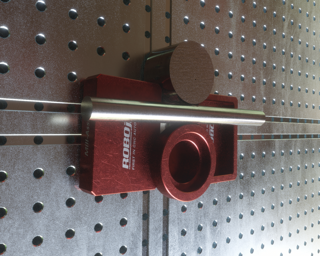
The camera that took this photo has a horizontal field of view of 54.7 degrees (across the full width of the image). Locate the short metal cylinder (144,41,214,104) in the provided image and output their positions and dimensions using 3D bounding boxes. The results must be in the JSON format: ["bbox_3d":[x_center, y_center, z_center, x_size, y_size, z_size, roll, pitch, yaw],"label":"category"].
[{"bbox_3d":[0.026,-0.070,0.409,0.081,0.050,0.079,0,90,-40],"label":"short metal cylinder"}]

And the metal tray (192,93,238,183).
[{"bbox_3d":[0.077,0.015,0.466,0.091,0.030,0.129,1,89,-40],"label":"metal tray"}]

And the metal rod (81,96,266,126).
[{"bbox_3d":[0.043,-0.018,0.401,0.302,0.025,0.025,1,90,-40],"label":"metal rod"}]

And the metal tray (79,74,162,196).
[{"bbox_3d":[-0.044,0.008,0.363,0.091,0.030,0.129,4,88,-40],"label":"metal tray"}]

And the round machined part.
[{"bbox_3d":[0.025,0.043,0.403,0.099,0.042,0.097,0,90,-40],"label":"round machined part"}]
